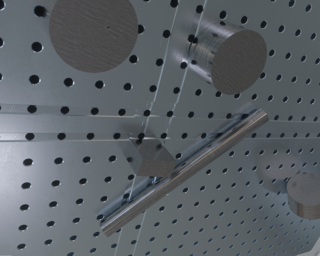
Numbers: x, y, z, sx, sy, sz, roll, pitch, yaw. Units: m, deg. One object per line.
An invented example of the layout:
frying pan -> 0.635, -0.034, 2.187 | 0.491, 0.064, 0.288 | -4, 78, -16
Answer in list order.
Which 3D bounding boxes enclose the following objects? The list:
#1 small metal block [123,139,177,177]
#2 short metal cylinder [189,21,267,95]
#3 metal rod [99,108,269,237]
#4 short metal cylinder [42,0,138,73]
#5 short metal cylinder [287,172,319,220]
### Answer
small metal block -> -0.014, 0.040, 0.412 | 0.050, 0.050, 0.025 | 8, 114, -32
short metal cylinder -> 0.084, -0.088, 0.387 | 0.081, 0.050, 0.079 | -14, 124, -21
metal rod -> 0.040, 0.065, 0.473 | 0.301, 0.025, 0.025 | -35, 129, -5
short metal cylinder -> -0.068, -0.099, 0.297 | 0.081, 0.050, 0.079 | -14, 124, -21
short metal cylinder -> 0.300, 0.136, 0.625 | 0.080, 0.080, 0.050 | -30, 129, -10
